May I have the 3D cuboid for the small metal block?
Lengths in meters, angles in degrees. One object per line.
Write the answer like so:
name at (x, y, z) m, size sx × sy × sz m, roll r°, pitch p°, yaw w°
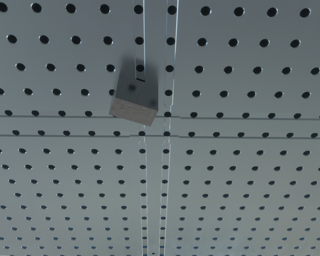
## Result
small metal block at (-0.030, -0.033, 0.367) m, size 0.050 × 0.050 × 0.025 m, roll 17°, pitch 128°, yaw -14°
